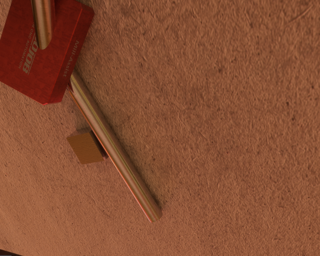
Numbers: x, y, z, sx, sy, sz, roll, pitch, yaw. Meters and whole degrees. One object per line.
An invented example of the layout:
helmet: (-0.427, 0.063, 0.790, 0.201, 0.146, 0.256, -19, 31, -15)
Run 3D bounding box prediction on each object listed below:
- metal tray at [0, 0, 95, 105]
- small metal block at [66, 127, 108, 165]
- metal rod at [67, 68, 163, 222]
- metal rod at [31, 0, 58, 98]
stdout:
metal tray: (-0.147, -0.105, 0.383, 0.090, 0.030, 0.129, 28, 105, 10)
small metal block: (-0.108, 0.026, 0.478, 0.050, 0.025, 0.050, -12, 112, 33)
metal rod: (-0.076, 0.017, 0.455, 0.025, 0.025, 0.299, -18, 110, 34)
metal rod: (-0.128, -0.160, 0.330, 0.025, 0.025, 0.298, 21, 130, 15)
